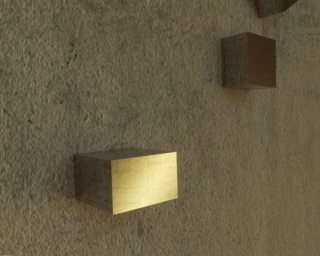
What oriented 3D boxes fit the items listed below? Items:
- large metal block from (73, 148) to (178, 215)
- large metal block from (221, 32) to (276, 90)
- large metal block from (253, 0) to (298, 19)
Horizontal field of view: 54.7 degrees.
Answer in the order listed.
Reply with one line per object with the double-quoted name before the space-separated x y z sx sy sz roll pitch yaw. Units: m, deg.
"large metal block" -0.038 0.052 0.337 0.081 0.080 0.050 -3 93 -40
"large metal block" 0.147 -0.106 0.511 0.081 0.050 0.079 -2 91 -40
"large metal block" 0.210 -0.258 0.563 0.080 0.050 0.080 -41 115 -32
